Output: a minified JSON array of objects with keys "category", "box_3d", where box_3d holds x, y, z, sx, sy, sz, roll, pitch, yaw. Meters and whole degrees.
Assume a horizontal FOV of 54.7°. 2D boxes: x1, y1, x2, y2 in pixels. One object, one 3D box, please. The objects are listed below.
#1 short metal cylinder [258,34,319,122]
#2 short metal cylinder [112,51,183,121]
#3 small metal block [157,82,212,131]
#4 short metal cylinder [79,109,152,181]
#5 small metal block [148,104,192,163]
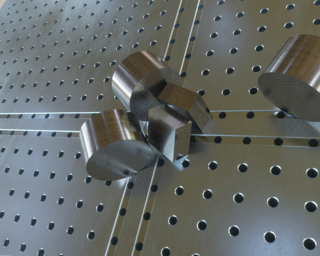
[{"category":"short metal cylinder","box_3d":[0.152,-0.050,0.324,0.080,0.080,0.050,30,79,37]},{"category":"short metal cylinder","box_3d":[-0.017,-0.056,0.416,0.080,0.080,0.050,-42,51,-1]},{"category":"small metal block","box_3d":[0.032,-0.027,0.392,0.050,0.050,0.025,27,77,37]},{"category":"short metal cylinder","box_3d":[-0.057,0.023,0.389,0.080,0.080,0.050,-31,52,8]},{"category":"small metal block","box_3d":[0.011,0.005,0.380,0.025,0.050,0.050,-24,43,-31]}]
